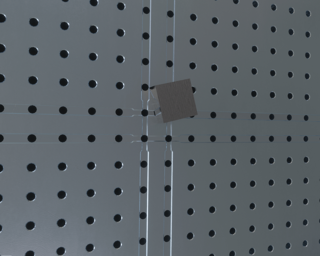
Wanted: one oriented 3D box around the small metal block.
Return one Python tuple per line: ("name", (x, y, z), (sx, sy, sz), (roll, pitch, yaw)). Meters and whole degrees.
("small metal block", (0.018, -0.036, 0.419), (0.050, 0.025, 0.050), (-14, 95, -20))
